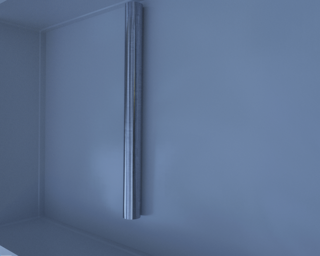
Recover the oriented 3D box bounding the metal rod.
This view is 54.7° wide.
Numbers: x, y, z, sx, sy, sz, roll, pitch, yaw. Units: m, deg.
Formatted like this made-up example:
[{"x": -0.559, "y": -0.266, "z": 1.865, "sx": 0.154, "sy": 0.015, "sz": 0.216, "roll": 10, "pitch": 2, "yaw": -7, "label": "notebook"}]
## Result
[{"x": -0.038, "y": -0.024, "z": 0.435, "sx": 0.025, "sy": 0.025, "sz": 0.298, "roll": 1, "pitch": 91, "yaw": 39, "label": "metal rod"}]
